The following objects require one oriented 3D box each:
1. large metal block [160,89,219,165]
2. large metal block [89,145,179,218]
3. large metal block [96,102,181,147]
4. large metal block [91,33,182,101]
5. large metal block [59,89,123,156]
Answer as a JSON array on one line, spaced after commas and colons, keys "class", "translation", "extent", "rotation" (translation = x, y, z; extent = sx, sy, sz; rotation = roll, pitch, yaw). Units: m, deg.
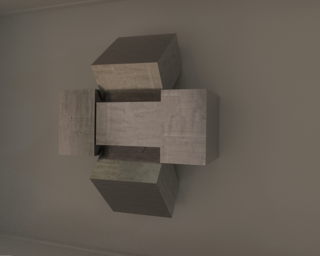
[{"class": "large metal block", "translation": [0.038, -0.002, 0.367], "extent": [0.050, 0.080, 0.080], "rotation": [1, 90, 20]}, {"class": "large metal block", "translation": [-0.027, 0.066, 0.382], "extent": [0.080, 0.080, 0.050], "rotation": [1, 49, 19]}, {"class": "large metal block", "translation": [-0.023, -0.005, 0.388], "extent": [0.080, 0.080, 0.050], "rotation": [1, 91, 20]}, {"class": "large metal block", "translation": [-0.024, -0.075, 0.382], "extent": [0.080, 0.080, 0.050], "rotation": [2, 128, 20]}, {"class": "large metal block", "translation": [-0.087, -0.007, 0.411], "extent": [0.050, 0.080, 0.080], "rotation": [1, 90, 20]}]
